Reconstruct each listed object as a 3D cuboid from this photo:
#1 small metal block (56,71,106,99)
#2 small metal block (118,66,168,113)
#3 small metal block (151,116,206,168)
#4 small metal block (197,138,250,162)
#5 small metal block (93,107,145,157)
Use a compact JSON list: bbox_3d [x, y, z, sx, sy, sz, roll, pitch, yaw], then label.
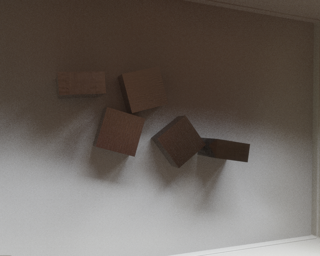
[{"bbox_3d":[-0.094,-0.050,0.363,0.050,0.050,0.025,-4,92,-20],"label":"small metal block"},{"bbox_3d":[-0.022,-0.049,0.403,0.050,0.025,0.050,-16,96,-20],"label":"small metal block"},{"bbox_3d":[0.025,0.018,0.421,0.050,0.025,0.050,-39,103,-16],"label":"small metal block"},{"bbox_3d":[0.088,0.030,0.431,0.050,0.050,0.025,9,87,-20],"label":"small metal block"},{"bbox_3d":[-0.052,0.005,0.392,0.050,0.025,0.050,17,84,-20],"label":"small metal block"}]
